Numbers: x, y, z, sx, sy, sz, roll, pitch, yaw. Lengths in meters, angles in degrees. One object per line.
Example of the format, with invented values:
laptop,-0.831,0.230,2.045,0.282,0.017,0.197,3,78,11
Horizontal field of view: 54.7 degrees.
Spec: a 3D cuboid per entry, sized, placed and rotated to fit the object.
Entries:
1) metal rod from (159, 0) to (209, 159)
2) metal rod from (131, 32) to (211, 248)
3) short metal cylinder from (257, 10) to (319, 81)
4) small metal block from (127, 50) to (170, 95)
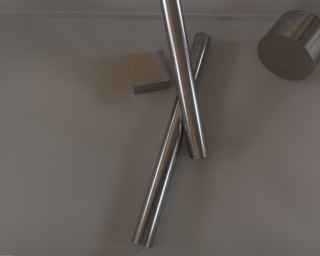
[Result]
metal rod,0.021,-0.109,0.378,0.025,0.025,0.298,-12,98,-5
metal rod,0.021,0.001,0.409,0.025,0.025,0.299,16,71,5
short metal cylinder,0.183,-0.111,0.423,0.080,0.080,0.050,37,74,12
small metal block,-0.016,-0.079,0.438,0.050,0.025,0.050,-10,70,-4
